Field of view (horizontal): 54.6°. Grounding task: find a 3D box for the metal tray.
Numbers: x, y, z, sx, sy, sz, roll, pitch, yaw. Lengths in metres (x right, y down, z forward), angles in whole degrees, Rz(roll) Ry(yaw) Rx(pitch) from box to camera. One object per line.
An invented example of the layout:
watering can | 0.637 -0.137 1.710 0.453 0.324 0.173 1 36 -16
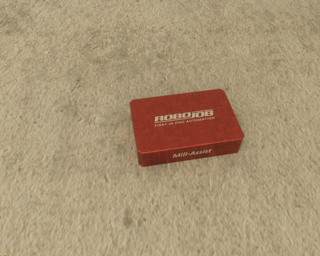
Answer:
metal tray | 0.031 -0.003 0.403 0.131 0.030 0.090 -8 50 -7
